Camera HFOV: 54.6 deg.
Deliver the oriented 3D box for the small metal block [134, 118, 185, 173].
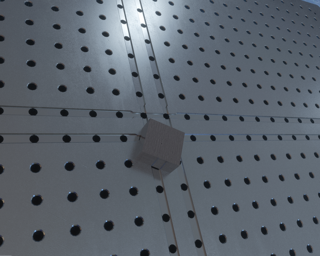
[{"bbox_3d":[0.001,0.023,0.394,0.050,0.025,0.050,23,53,-14],"label":"small metal block"}]
